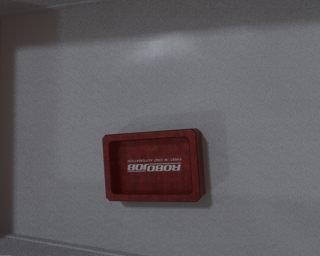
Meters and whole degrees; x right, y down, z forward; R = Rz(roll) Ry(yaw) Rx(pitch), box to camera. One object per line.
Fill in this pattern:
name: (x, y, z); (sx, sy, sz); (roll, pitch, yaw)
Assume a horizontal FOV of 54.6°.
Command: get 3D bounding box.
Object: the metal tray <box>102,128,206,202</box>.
metal tray: (-0.010, 0.049, 0.411); (0.130, 0.030, 0.090); (-4, 89, 20)
